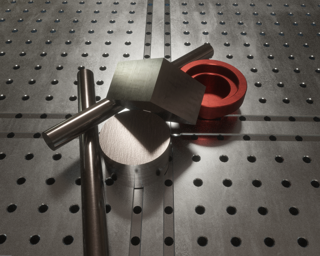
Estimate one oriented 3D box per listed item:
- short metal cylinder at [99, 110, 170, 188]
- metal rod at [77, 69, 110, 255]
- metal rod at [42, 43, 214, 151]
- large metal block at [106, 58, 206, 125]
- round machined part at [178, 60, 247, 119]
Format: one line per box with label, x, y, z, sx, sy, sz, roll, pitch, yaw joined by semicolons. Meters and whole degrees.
short metal cylinder;-0.029;0.024;0.371;0.081;0.050;0.080;0;50;0
metal rod;-0.085;0.032;0.379;0.025;0.025;0.300;-8;51;-7
metal rod;-0.023;-0.057;0.434;0.025;0.025;0.302;36;52;26
large metal block;-0.005;-0.043;0.379;0.080;0.080;0.050;8;78;45
round machined part;0.070;-0.051;0.440;0.099;0.042;0.098;0;50;0
